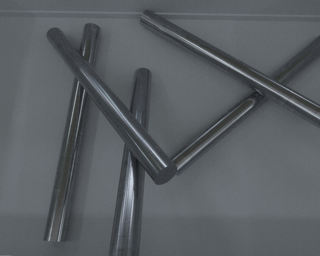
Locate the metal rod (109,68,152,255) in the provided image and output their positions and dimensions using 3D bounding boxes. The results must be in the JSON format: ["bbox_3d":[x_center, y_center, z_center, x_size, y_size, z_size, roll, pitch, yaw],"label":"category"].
[{"bbox_3d":[-0.027,0.030,0.332,0.025,0.025,0.300,2,44,0],"label":"metal rod"}]

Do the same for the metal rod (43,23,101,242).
[{"bbox_3d":[-0.112,-0.009,0.411,0.025,0.025,0.299,4,70,1],"label":"metal rod"}]

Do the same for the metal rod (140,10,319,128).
[{"bbox_3d":[0.094,-0.086,0.422,0.300,0.025,0.025,35,73,19],"label":"metal rod"}]

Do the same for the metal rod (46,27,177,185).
[{"bbox_3d":[-0.075,-0.047,0.371,0.025,0.025,0.300,-33,53,-12],"label":"metal rod"}]

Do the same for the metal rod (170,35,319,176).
[{"bbox_3d":[0.131,-0.039,0.425,0.301,0.025,0.025,-38,75,-13],"label":"metal rod"}]
